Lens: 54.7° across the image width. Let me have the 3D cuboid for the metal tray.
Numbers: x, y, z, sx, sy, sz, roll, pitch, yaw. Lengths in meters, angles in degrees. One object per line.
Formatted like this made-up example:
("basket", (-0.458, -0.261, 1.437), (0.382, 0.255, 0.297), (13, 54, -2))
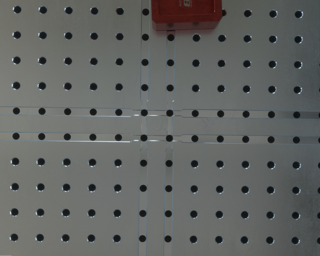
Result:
("metal tray", (0.033, -0.200, 0.410), (0.091, 0.030, 0.129), (-2, 90, 0))
